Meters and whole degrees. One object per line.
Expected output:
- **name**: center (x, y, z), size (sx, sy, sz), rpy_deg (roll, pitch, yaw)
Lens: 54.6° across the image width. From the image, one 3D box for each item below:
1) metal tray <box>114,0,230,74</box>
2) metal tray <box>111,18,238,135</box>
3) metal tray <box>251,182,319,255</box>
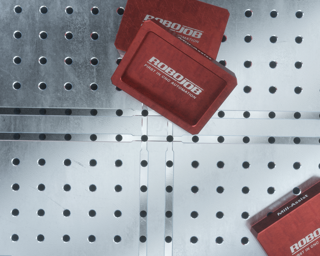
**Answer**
- **metal tray**: center (0.016, -0.127, 0.411), size (0.131, 0.030, 0.090), rpy_deg (17, 90, 0)
- **metal tray**: center (0.017, -0.062, 0.386), size (0.130, 0.030, 0.090), rpy_deg (32, 113, -7)
- **metal tray**: center (0.201, 0.140, 0.412), size (0.130, 0.030, 0.090), rpy_deg (-34, 90, 0)
